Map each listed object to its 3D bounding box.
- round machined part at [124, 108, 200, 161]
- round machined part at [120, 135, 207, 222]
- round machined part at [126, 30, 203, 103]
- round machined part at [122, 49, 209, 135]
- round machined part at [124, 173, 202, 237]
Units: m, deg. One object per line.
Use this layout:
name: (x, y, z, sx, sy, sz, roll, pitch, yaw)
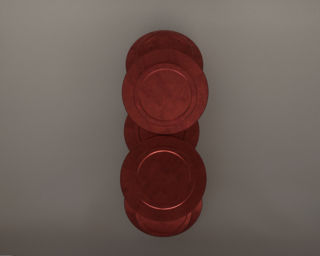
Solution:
round machined part: (0.002, 0.004, 0.401, 0.099, 0.042, 0.097, 0, 89, 0)
round machined part: (0.004, 0.056, 0.350, 0.099, 0.042, 0.098, 0, 79, 0)
round machined part: (0.006, -0.082, 0.390, 0.099, 0.042, 0.098, 0, 74, -1)
round machined part: (0.006, -0.039, 0.350, 0.099, 0.042, 0.097, 0, 102, 0)
round machined part: (0.004, 0.095, 0.388, 0.099, 0.042, 0.097, 0, 105, 0)
